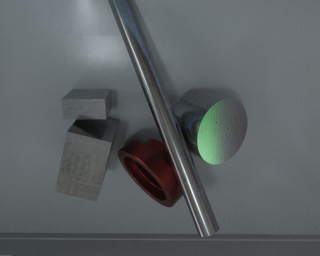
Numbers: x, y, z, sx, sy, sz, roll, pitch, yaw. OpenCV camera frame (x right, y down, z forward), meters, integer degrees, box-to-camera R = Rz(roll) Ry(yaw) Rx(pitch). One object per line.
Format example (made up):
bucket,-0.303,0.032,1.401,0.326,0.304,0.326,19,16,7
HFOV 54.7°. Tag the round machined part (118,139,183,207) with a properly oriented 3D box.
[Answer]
round machined part,-0.005,0.052,0.402,0.042,0.098,0.098,-42,109,-23

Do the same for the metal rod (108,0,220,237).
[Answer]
metal rod,0.002,-0.021,0.354,0.025,0.025,0.299,-21,90,7

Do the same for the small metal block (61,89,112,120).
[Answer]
small metal block,-0.089,-0.030,0.386,0.050,0.050,0.025,0,110,0

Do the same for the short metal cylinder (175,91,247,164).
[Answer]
short metal cylinder,0.060,-0.002,0.379,0.081,0.050,0.079,-12,112,-32

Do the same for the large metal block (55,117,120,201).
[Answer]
large metal block,-0.089,0.032,0.393,0.050,0.080,0.079,15,109,-6
